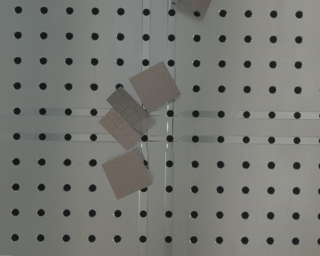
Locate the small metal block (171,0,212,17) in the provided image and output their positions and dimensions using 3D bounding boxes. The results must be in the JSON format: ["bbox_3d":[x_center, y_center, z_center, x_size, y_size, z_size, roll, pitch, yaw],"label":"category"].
[{"bbox_3d":[0.049,-0.185,0.414,0.050,0.025,0.050,25,90,0],"label":"small metal block"}]

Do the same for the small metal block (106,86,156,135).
[{"bbox_3d":[-0.035,-0.021,0.395,0.025,0.050,0.050,-44,76,1],"label":"small metal block"}]

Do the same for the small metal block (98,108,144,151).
[{"bbox_3d":[-0.048,0.001,0.400,0.025,0.050,0.050,-45,90,1],"label":"small metal block"}]

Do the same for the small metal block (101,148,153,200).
[{"bbox_3d":[-0.042,0.060,0.413,0.050,0.025,0.050,-24,90,0],"label":"small metal block"}]

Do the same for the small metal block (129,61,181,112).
[{"bbox_3d":[-0.006,-0.054,0.413,0.050,0.025,0.050,-28,90,0],"label":"small metal block"}]
